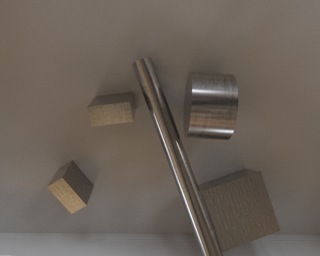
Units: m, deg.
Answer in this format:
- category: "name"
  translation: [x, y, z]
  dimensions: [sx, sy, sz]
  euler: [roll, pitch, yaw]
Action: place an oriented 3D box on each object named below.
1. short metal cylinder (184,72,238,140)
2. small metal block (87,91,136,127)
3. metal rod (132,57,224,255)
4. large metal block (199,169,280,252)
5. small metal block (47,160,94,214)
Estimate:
- category: "short metal cylinder"
  translation: [0.058, -0.026, 0.373]
  dimensions: [0.050, 0.080, 0.079]
  euler: [3, 110, -2]
- category: "small metal block"
  translation: [-0.059, -0.025, 0.388]
  dimensions: [0.050, 0.050, 0.025]
  euler: [-7, 110, 2]
- category: "metal rod"
  translation: [0.029, 0.058, 0.384]
  dimensions: [0.025, 0.025, 0.299]
  euler: [-20, 91, 7]
- category: "large metal block"
  translation: [0.101, 0.107, 0.417]
  dimensions: [0.081, 0.050, 0.080]
  euler: [-17, 88, -7]
- category: "small metal block"
  translation: [-0.121, 0.080, 0.426]
  dimensions: [0.025, 0.050, 0.050]
  euler: [-32, 107, 11]
